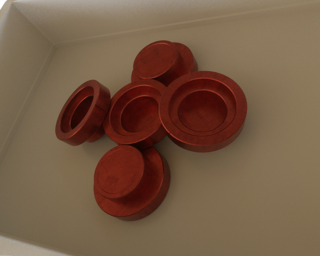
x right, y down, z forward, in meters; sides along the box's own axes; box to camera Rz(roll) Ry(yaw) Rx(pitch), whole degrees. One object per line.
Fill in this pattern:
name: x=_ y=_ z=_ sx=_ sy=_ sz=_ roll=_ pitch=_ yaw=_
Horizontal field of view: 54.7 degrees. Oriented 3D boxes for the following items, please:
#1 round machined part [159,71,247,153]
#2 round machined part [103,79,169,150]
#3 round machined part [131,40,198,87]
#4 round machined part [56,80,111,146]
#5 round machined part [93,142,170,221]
round machined part: x=0.050 y=-0.016 z=0.365 sx=0.098 sy=0.042 sz=0.098 roll=-4 pitch=63 yaw=8
round machined part: x=-0.023 y=-0.014 z=0.413 sx=0.098 sy=0.042 sz=0.098 roll=-13 pitch=56 yaw=21
round machined part: x=0.001 y=-0.087 z=0.445 sx=0.098 sy=0.042 sz=0.098 roll=-13 pitch=56 yaw=21
round machined part: x=-0.103 y=-0.018 z=0.448 sx=0.098 sy=0.042 sz=0.098 roll=-28 pitch=45 yaw=32
round machined part: x=-0.041 y=0.059 z=0.378 sx=0.098 sy=0.042 sz=0.098 roll=-13 pitch=56 yaw=21
